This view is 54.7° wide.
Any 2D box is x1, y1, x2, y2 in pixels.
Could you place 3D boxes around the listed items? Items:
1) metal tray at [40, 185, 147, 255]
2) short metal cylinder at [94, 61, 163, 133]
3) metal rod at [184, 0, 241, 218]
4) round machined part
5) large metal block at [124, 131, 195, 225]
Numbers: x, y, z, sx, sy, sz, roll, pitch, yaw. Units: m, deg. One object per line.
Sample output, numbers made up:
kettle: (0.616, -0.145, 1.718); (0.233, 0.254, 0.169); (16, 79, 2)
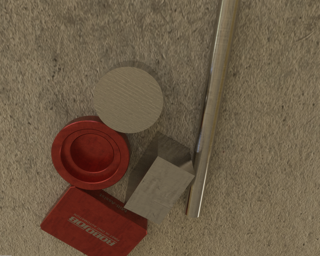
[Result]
metal tray: (-0.095, 0.141, 0.458); (0.130, 0.030, 0.090); (36, 106, -13)
short metal cylinder: (-0.037, -0.040, 0.381); (0.081, 0.050, 0.079); (0, 110, -1)
metal rod: (0.064, -0.014, 0.405); (0.025, 0.025, 0.298); (6, 110, -3)
round machined part: (-0.088, 0.029, 0.410); (0.099, 0.042, 0.097); (0, 110, -1)
large metal block: (-0.002, 0.062, 0.403); (0.050, 0.080, 0.080); (29, 107, -11)
